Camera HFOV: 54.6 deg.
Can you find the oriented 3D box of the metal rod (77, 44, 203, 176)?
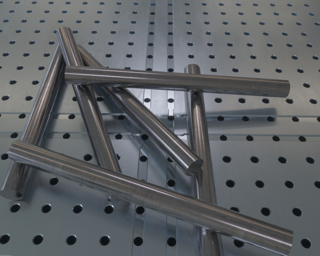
[{"bbox_3d":[-0.050,-0.041,0.428,0.025,0.025,0.300,-29,52,-22],"label":"metal rod"}]

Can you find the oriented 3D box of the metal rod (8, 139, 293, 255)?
[{"bbox_3d":[-0.023,0.066,0.319,0.301,0.025,0.025,16,52,13],"label":"metal rod"}]

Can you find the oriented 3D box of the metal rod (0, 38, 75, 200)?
[{"bbox_3d":[-0.163,-0.040,0.440,0.025,0.025,0.300,1,50,1],"label":"metal rod"}]

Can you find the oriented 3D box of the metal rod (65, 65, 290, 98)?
[{"bbox_3d":[0.027,-0.063,0.423,0.302,0.025,0.025,3,50,-4],"label":"metal rod"}]

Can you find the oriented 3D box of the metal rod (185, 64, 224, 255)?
[{"bbox_3d":[0.050,0.024,0.387,0.025,0.025,0.300,0,50,0],"label":"metal rod"}]

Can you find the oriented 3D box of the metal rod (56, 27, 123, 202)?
[{"bbox_3d":[-0.100,-0.039,0.423,0.025,0.025,0.299,-17,57,-14],"label":"metal rod"}]
